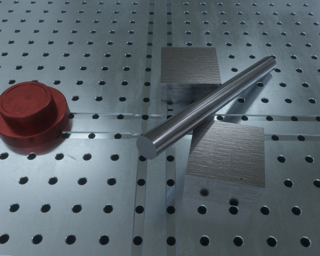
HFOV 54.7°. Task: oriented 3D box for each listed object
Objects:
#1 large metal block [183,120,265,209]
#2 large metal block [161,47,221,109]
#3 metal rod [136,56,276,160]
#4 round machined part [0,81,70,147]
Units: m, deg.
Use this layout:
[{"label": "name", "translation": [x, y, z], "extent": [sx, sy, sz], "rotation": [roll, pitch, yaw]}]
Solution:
[{"label": "large metal block", "translation": [0.074, 0.040, 0.358], "extent": [0.080, 0.050, 0.080], "rotation": [9, 51, 7]}, {"label": "large metal block", "translation": [0.042, -0.073, 0.453], "extent": [0.081, 0.050, 0.080], "rotation": [0, 50, 0]}, {"label": "metal rod", "translation": [0.081, -0.042, 0.395], "extent": [0.025, 0.025, 0.302], "rotation": [33, 42, 24]}, {"label": "round machined part", "translation": [-0.175, -0.025, 0.416], "extent": [0.099, 0.042, 0.098], "rotation": [0, 50, 0]}]
